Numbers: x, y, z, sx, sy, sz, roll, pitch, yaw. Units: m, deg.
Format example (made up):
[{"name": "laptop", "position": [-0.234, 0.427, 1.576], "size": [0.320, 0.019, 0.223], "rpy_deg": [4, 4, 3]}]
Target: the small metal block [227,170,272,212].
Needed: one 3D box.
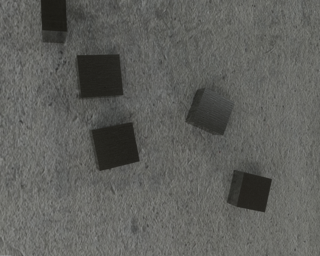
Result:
[{"name": "small metal block", "position": [0.132, 0.093, 0.458], "size": [0.050, 0.025, 0.050], "rpy_deg": [16, 85, -20]}]

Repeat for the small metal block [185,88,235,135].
[{"name": "small metal block", "position": [0.070, -0.022, 0.435], "size": [0.050, 0.025, 0.050], "rpy_deg": [23, 82, -19]}]

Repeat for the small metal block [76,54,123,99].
[{"name": "small metal block", "position": [-0.075, -0.063, 0.381], "size": [0.050, 0.025, 0.050], "rpy_deg": [-6, 92, -20]}]

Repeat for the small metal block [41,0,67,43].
[{"name": "small metal block", "position": [-0.121, -0.128, 0.351], "size": [0.025, 0.050, 0.050], "rpy_deg": [-3, 91, -20]}]

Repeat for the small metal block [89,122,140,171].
[{"name": "small metal block", "position": [-0.057, 0.022, 0.388], "size": [0.050, 0.025, 0.050], "rpy_deg": [-12, 94, -20]}]
